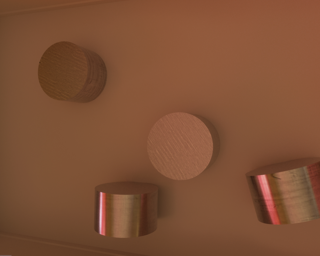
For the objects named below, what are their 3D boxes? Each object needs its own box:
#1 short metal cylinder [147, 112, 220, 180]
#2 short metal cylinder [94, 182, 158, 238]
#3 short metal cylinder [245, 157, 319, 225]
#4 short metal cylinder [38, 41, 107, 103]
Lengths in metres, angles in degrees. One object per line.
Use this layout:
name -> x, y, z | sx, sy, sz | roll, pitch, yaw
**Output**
short metal cylinder -> 0.031, 0.021, 0.386 | 0.080, 0.050, 0.080 | 0, 90, 20
short metal cylinder -> -0.043, 0.101, 0.396 | 0.080, 0.080, 0.050 | 2, 91, 20
short metal cylinder -> 0.138, 0.065, 0.332 | 0.080, 0.080, 0.050 | -16, 85, 19
short metal cylinder -> -0.123, -0.077, 0.441 | 0.080, 0.050, 0.080 | 0, 90, 20
